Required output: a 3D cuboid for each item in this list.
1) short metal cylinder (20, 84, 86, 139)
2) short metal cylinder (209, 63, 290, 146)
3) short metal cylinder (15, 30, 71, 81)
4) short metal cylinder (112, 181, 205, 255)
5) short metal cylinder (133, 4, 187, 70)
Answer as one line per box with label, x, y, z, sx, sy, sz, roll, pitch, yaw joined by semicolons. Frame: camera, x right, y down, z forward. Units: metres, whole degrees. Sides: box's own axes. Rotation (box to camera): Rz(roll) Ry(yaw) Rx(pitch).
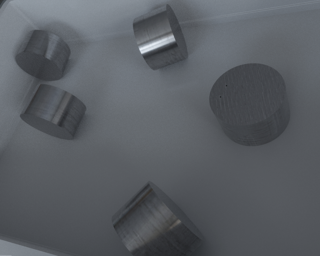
short metal cylinder;-0.159;-0.023;0.465;0.080;0.080;0.050;7;65;31
short metal cylinder;0.102;-0.026;0.351;0.080;0.050;0.080;-13;56;20
short metal cylinder;-0.208;-0.129;0.556;0.080;0.080;0.050;-2;61;27
short metal cylinder;-0.002;0.099;0.309;0.050;0.080;0.080;-44;51;-3
short metal cylinder;0.002;-0.130;0.447;0.050;0.080;0.080;-17;55;18
